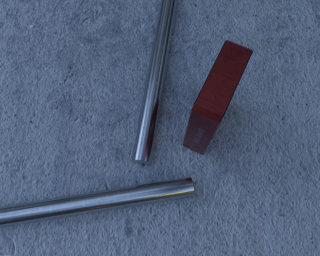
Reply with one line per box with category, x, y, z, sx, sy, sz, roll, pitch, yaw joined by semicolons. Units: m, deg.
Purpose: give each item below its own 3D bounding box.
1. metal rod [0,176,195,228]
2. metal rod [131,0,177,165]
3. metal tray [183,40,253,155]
metal rod;-0.109;0.094;0.372;0.302;0.025;0.025;-8;70;-4
metal rod;-0.002;-0.095;0.442;0.025;0.025;0.299;8;70;2
metal tray;0.063;-0.029;0.364;0.030;0.130;0.090;25;72;8
